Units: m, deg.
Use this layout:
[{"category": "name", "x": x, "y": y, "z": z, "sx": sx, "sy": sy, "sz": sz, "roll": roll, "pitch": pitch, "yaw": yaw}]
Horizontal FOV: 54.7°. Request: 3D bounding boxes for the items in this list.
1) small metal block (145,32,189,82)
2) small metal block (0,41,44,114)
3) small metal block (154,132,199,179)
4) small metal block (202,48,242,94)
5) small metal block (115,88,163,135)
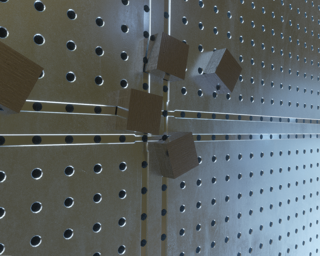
[{"category": "small metal block", "x": 0.010, "y": -0.095, "z": 0.420, "sx": 0.050, "sy": 0.025, "sz": 0.050, "roll": 14, "pitch": 81, "yaw": -39}, {"category": "small metal block", "x": -0.146, "y": -0.047, "z": 0.287, "sx": 0.050, "sy": 0.025, "sz": 0.050, "roll": 34, "pitch": 69, "yaw": -35}, {"category": "small metal block", "x": 0.024, "y": 0.037, "z": 0.432, "sx": 0.050, "sy": 0.025, "sz": 0.050, "roll": -22, "pitch": 104, "yaw": -38}, {"category": "small metal block", "x": 0.101, "y": -0.090, "z": 0.496, "sx": 0.050, "sy": 0.025, "sz": 0.050, "roll": 41, "pitch": 65, "yaw": -33}, {"category": "small metal block", "x": -0.026, "y": -0.019, "z": 0.389, "sx": 0.050, "sy": 0.025, "sz": 0.050, "roll": 10, "pitch": 84, "yaw": -40}]
